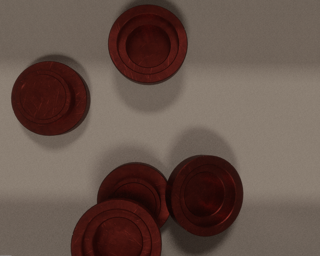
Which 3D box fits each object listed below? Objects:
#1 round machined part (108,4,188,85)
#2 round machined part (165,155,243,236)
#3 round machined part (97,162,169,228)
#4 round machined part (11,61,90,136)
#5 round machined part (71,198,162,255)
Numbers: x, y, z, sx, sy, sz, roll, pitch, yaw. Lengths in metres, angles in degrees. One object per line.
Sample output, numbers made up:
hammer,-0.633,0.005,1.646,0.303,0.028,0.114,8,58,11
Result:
round machined part,-0.015,-0.104,0.403,0.099,0.042,0.097,0,90,-1
round machined part,0.052,0.083,0.394,0.099,0.042,0.097,1,87,-20
round machined part,-0.033,0.095,0.403,0.099,0.042,0.097,0,90,-1
round machined part,-0.144,-0.038,0.401,0.099,0.042,0.097,0,90,-1
round machined part,-0.047,0.130,0.355,0.099,0.042,0.097,0,80,-1
